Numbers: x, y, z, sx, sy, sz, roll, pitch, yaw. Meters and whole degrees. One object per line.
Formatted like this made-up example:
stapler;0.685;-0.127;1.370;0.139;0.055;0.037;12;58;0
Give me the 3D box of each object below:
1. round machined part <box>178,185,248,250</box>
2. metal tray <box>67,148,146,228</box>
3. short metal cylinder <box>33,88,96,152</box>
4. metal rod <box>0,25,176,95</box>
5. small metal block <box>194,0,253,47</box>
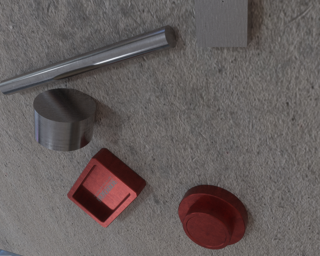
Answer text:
round machined part;0.071;0.132;0.439;0.098;0.042;0.097;13;124;20
metal tray;-0.092;0.103;0.513;0.090;0.030;0.129;40;129;0
short metal cylinder;-0.132;-0.013;0.431;0.080;0.080;0.050;25;127;12
metal rod;-0.116;-0.082;0.414;0.300;0.025;0.025;-8;115;31
small metal block;0.063;-0.108;0.306;0.050;0.025;0.050;6;121;24
